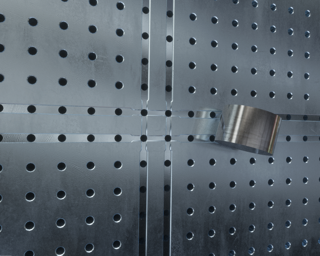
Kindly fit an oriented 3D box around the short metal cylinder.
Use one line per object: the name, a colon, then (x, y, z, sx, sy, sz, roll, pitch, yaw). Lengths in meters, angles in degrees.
short metal cylinder: (0.121, 0.004, 0.428, 0.081, 0.080, 0.050, 17, 84, -19)
